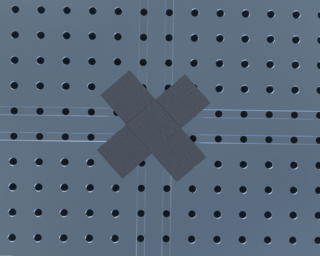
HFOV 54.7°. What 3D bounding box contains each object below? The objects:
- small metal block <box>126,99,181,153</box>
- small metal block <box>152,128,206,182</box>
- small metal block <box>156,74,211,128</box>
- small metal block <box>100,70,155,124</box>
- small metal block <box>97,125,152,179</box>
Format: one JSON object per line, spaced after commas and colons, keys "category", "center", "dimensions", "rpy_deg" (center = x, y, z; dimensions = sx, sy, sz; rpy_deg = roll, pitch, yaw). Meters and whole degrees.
{"category": "small metal block", "center": [-0.009, -0.002, 0.412], "dimensions": [0.050, 0.025, 0.050], "rpy_deg": [-41, 91, 0]}
{"category": "small metal block", "center": [0.025, 0.035, 0.414], "dimensions": [0.050, 0.025, 0.050], "rpy_deg": [-41, 91, 0]}
{"category": "small metal block", "center": [0.030, -0.035, 0.413], "dimensions": [0.050, 0.025, 0.050], "rpy_deg": [-41, 91, 0]}
{"category": "small metal block", "center": [-0.042, -0.040, 0.413], "dimensions": [0.050, 0.025, 0.050], "rpy_deg": [-41, 91, 0]}
{"category": "small metal block", "center": [-0.046, 0.031, 0.413], "dimensions": [0.050, 0.025, 0.050], "rpy_deg": [-41, 91, 0]}
